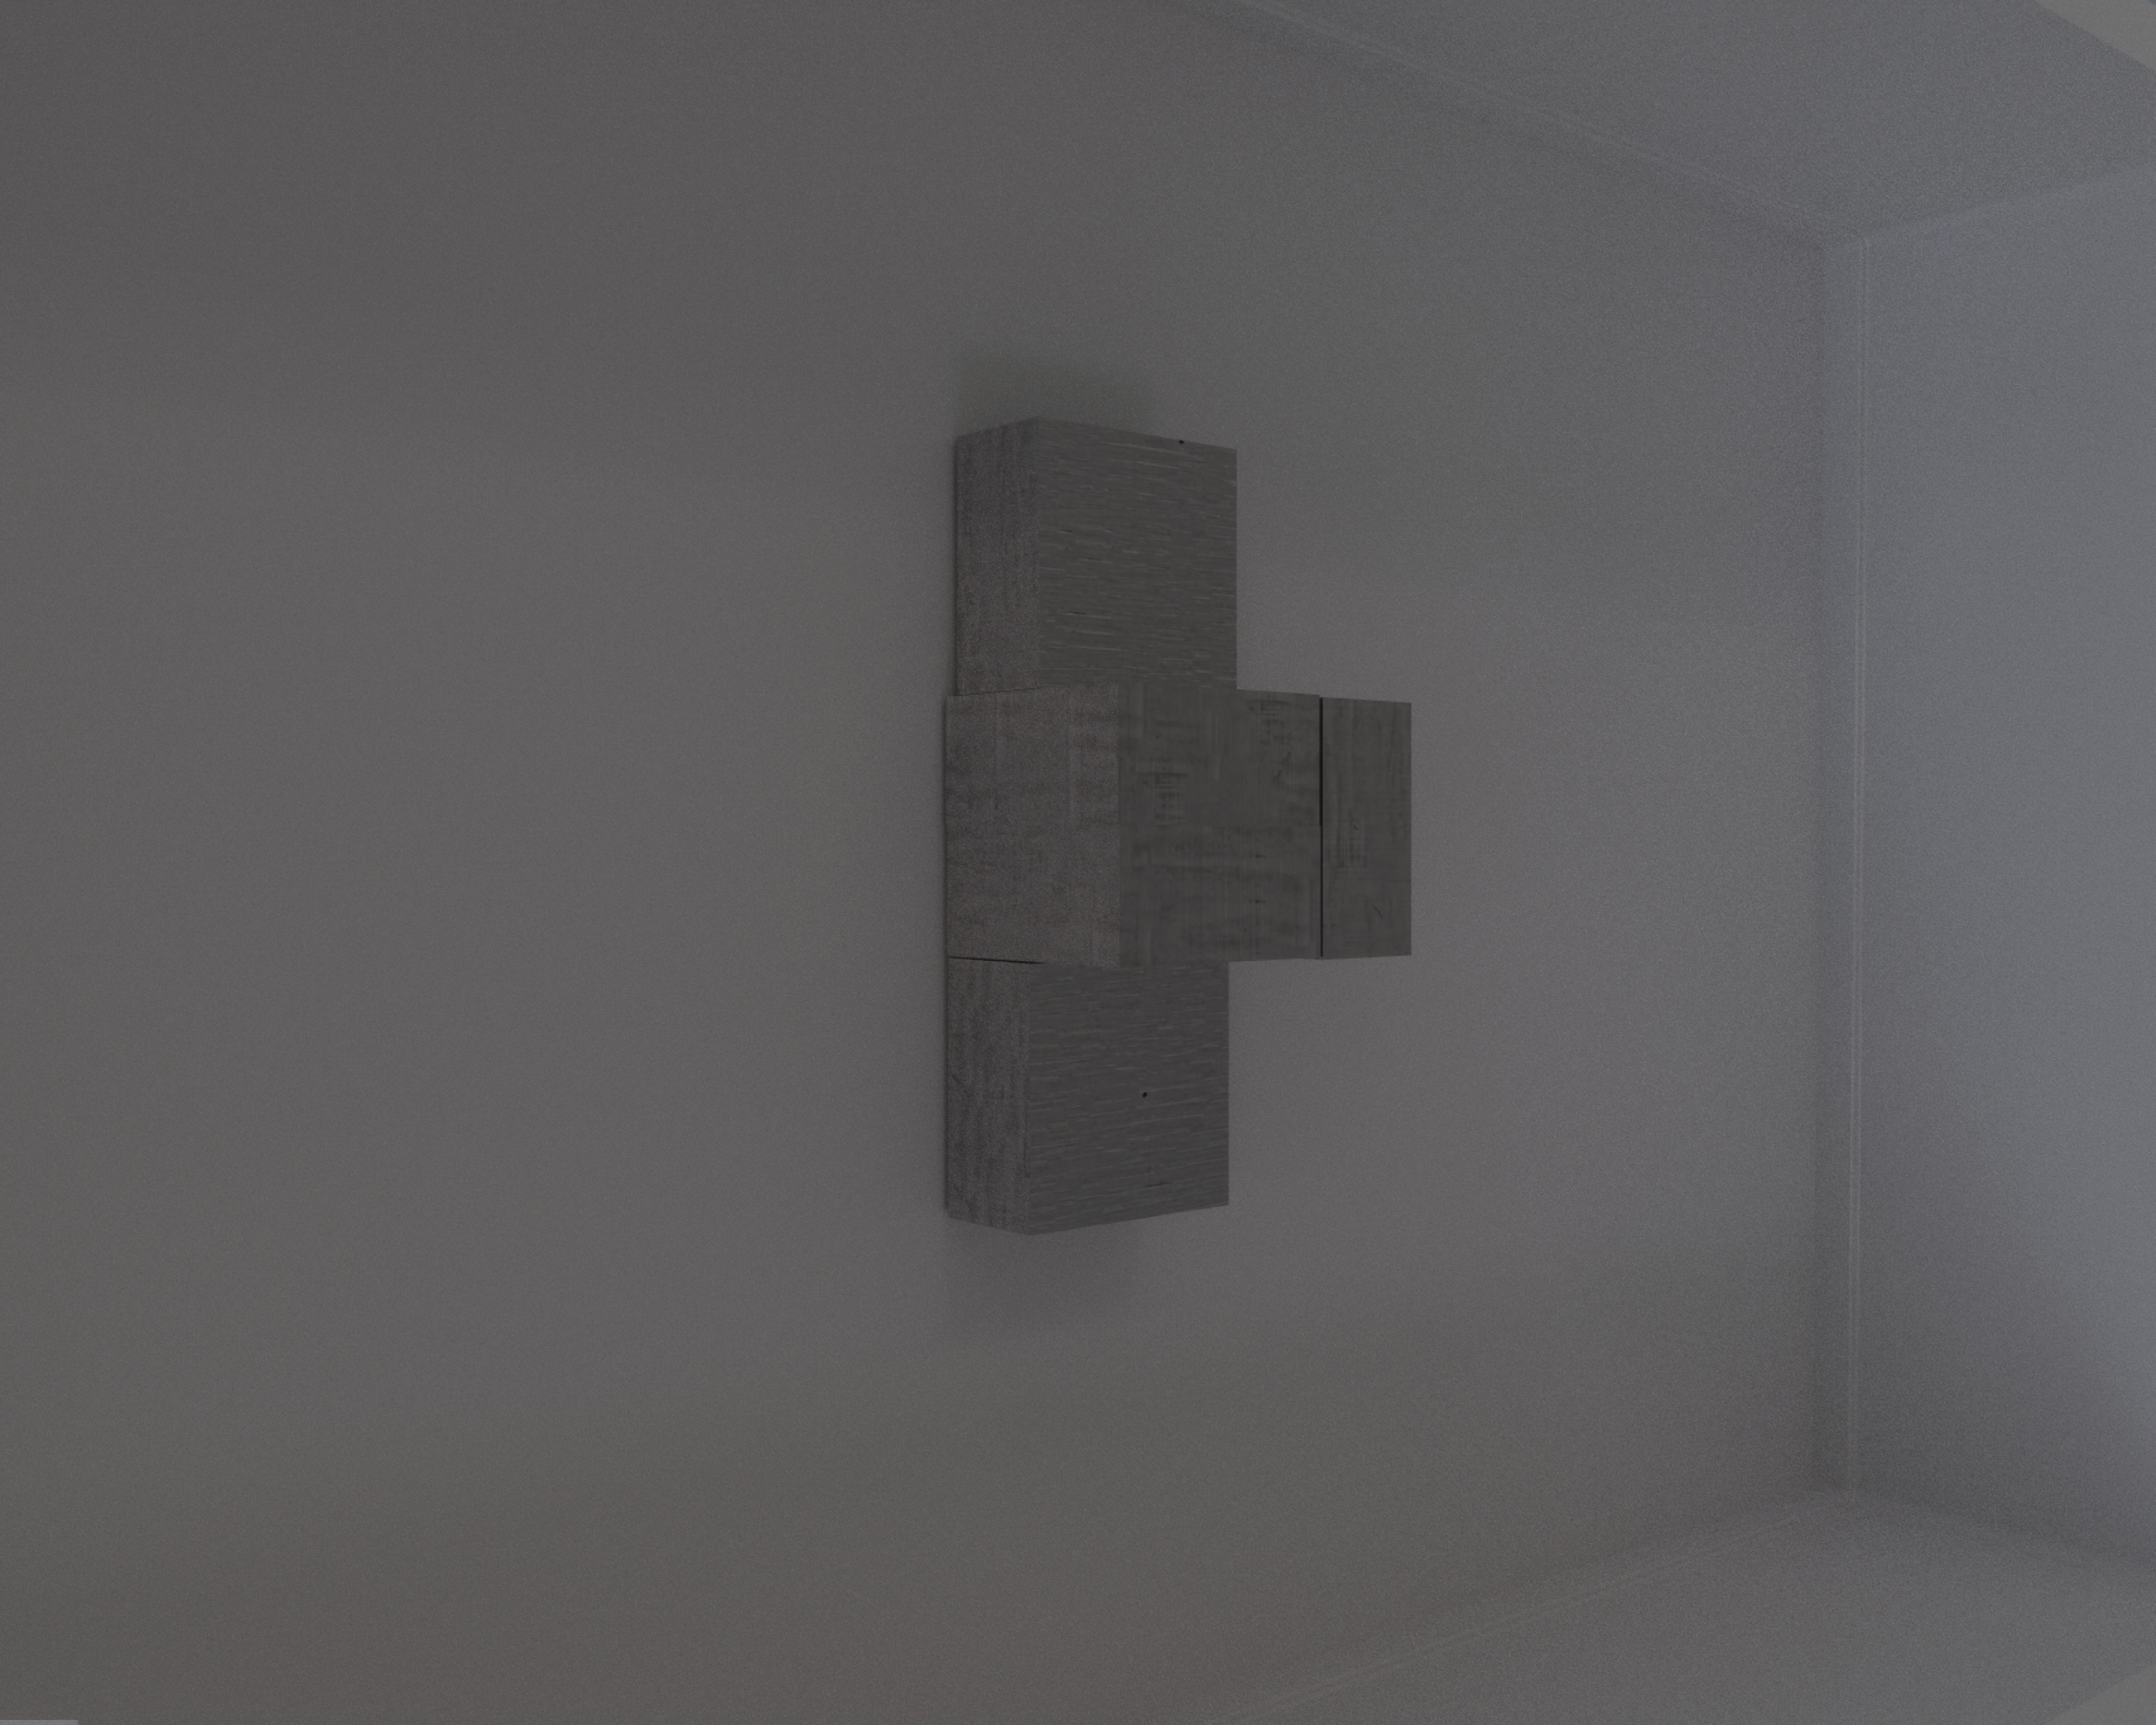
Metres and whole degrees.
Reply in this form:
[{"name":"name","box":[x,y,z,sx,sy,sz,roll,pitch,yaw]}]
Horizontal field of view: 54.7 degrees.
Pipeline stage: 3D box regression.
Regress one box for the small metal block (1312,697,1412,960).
[{"name":"small metal block","box":[0.040,-0.007,0.421,0.025,0.050,0.050,0,90,-40]}]

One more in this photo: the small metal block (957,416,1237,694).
[{"name":"small metal block","box":[0.004,-0.057,0.407,0.050,0.025,0.050,0,90,-40]}]

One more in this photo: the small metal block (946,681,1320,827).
[{"name":"small metal block","box":[0.010,-0.019,0.396,0.050,0.050,0.025,0,91,-40]}]

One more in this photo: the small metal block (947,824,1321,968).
[{"name":"small metal block","box":[0.010,0.005,0.397,0.050,0.050,0.025,0,91,-40]}]

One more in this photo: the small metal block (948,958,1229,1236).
[{"name":"small metal block","box":[0.003,0.043,0.406,0.050,0.025,0.050,0,90,-40]}]
